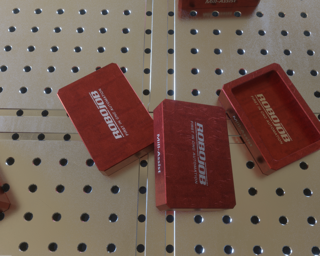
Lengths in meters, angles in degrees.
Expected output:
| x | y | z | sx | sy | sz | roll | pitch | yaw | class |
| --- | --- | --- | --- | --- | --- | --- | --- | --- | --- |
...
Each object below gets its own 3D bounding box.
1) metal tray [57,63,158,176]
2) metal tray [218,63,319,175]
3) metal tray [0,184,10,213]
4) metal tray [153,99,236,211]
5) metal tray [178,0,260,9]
| x | y | z | sx | sy | sz | roll | pitch | yaw | class |
| --- | --- | --- | --- | --- | --- | --- | --- | --- | --- |
| -0.067 | -0.014 | 0.414 | 0.090 | 0.030 | 0.130 | -30 | 73 | -10 | metal tray |
| 0.149 | -0.014 | 0.415 | 0.090 | 0.030 | 0.130 | -24 | 72 | -9 | metal tray |
| -0.259 | 0.066 | 0.383 | 0.090 | 0.030 | 0.130 | -32 | 73 | -11 | metal tray |
| 0.040 | 0.034 | 0.380 | 0.091 | 0.030 | 0.130 | 6 | 68 | -22 | metal tray |
| 0.092 | -0.239 | 0.497 | 0.131 | 0.030 | 0.090 | -3 | 70 | -1 | metal tray |
